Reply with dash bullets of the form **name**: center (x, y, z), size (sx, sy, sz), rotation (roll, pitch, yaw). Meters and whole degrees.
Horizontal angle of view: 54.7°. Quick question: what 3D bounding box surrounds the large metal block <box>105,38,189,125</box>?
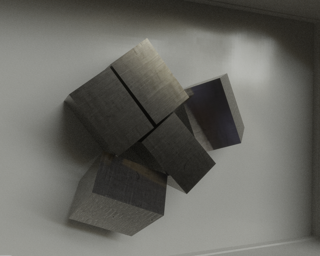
- **large metal block**: center (-0.023, -0.051, 0.372), size (0.050, 0.080, 0.080), rotation (-41, 103, -16)

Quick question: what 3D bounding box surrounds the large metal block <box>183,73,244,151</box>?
- **large metal block**: center (0.071, -0.022, 0.400), size (0.050, 0.080, 0.080), rotation (-17, 98, 21)

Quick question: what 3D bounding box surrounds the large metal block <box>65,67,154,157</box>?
- **large metal block**: center (-0.062, -0.017, 0.358), size (0.050, 0.080, 0.080), rotation (-39, 103, -16)

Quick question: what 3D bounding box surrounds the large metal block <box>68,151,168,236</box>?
- **large metal block**: center (-0.048, 0.079, 0.356), size (0.080, 0.080, 0.050), rotation (23, 48, -19)

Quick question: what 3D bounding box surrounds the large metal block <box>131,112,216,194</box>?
- **large metal block**: center (0.009, 0.028, 0.384), size (0.050, 0.080, 0.080), rotation (-44, 104, -15)
